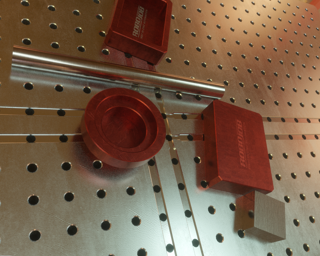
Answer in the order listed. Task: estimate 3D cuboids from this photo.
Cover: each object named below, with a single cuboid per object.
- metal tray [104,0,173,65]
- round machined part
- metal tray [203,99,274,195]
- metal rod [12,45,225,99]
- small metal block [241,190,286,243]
[{"bbox_3d":[-0.030,-0.170,0.493,0.091,0.030,0.130,19,54,-18],"label":"metal tray"},{"bbox_3d":[-0.046,0.003,0.372,0.099,0.042,0.098,14,56,-21],"label":"round machined part"},{"bbox_3d":[0.111,0.028,0.450,0.091,0.030,0.130,16,55,-20],"label":"metal tray"},{"bbox_3d":[-0.039,-0.073,0.432,0.302,0.025,0.025,6,59,-26],"label":"metal rod"},{"bbox_3d":[0.138,0.118,0.413,0.050,0.025,0.050,24,53,-14],"label":"small metal block"}]
